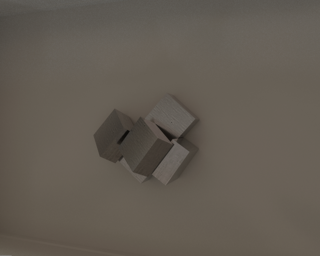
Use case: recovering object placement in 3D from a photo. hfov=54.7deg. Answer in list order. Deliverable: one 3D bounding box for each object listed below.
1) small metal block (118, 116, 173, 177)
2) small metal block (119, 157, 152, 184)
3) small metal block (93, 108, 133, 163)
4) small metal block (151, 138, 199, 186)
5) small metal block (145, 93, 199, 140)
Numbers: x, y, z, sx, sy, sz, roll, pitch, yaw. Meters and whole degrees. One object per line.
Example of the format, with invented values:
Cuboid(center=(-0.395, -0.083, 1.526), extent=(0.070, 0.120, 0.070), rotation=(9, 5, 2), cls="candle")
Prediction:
Cuboid(center=(-0.019, 0.022, 0.375), extent=(0.050, 0.025, 0.050), rotation=(-54, 41, 12), cls="small metal block")
Cuboid(center=(-0.022, 0.037, 0.416), extent=(0.050, 0.025, 0.050), rotation=(44, 103, 14), cls="small metal block")
Cuboid(center=(-0.060, 0.010, 0.416), extent=(0.050, 0.025, 0.050), rotation=(-49, 37, 13), cls="small metal block")
Cuboid(center=(0.019, 0.040, 0.388), extent=(0.025, 0.050, 0.050), rotation=(37, 102, 16), cls="small metal block")
Cuboid(center=(0.014, -0.010, 0.403), extent=(0.050, 0.025, 0.050), rotation=(44, 103, 14), cls="small metal block")
